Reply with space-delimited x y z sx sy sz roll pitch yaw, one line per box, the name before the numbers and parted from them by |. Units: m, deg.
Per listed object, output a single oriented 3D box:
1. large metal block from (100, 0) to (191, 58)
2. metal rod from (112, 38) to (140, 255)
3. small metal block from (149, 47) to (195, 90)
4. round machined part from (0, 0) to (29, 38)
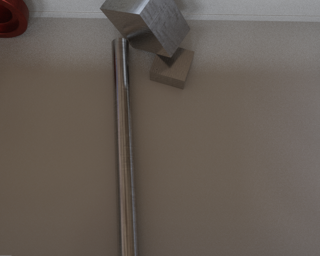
large metal block | -0.019 -0.146 0.415 0.080 0.080 0.050 26 78 40
metal rod | -0.047 0.015 0.403 0.025 0.025 0.299 -4 70 -2
small metal block | 0.017 -0.089 0.442 0.050 0.025 0.050 17 71 5
round machined part | -0.235 -0.171 0.430 0.099 0.098 0.042 0 72 -1
